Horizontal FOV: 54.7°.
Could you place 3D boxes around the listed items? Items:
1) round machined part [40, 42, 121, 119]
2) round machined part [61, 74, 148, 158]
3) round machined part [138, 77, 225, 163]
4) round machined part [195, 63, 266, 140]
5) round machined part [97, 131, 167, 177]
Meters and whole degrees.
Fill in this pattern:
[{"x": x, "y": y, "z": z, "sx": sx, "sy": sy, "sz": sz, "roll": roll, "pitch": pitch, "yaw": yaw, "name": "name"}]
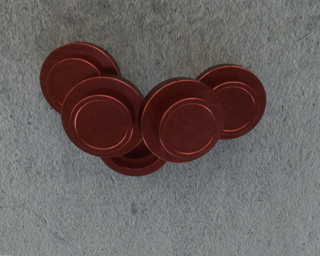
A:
[{"x": -0.098, "y": -0.054, "z": 0.380, "sx": 0.099, "sy": 0.042, "sz": 0.097, "roll": 0, "pitch": 110, "yaw": -1, "name": "round machined part"}, {"x": -0.063, "y": -0.010, "z": 0.352, "sx": 0.099, "sy": 0.042, "sz": 0.097, "roll": 0, "pitch": 110, "yaw": -1, "name": "round machined part"}, {"x": 0.027, "y": -0.005, "z": 0.345, "sx": 0.099, "sy": 0.042, "sz": 0.097, "roll": -5, "pitch": 109, "yaw": -13, "name": "round machined part"}, {"x": 0.086, "y": -0.030, "z": 0.392, "sx": 0.099, "sy": 0.042, "sz": 0.097, "roll": 0, "pitch": 110, "yaw": -1, "name": "round machined part"}, {"x": -0.032, "y": 0.011, "z": 0.405, "sx": 0.099, "sy": 0.042, "sz": 0.097, "roll": 0, "pitch": 110, "yaw": -1, "name": "round machined part"}]
